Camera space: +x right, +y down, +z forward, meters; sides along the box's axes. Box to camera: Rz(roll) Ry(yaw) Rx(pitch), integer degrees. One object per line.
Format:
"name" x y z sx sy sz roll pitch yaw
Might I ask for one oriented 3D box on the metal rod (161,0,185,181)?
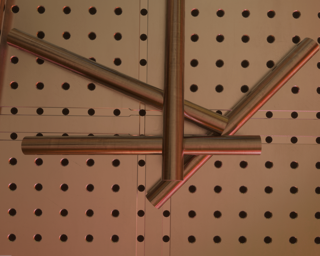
"metal rod" 0.018 -0.087 0.382 0.025 0.025 0.299 2 77 -1

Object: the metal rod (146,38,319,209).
"metal rod" 0.097 -0.007 0.414 0.300 0.025 0.025 -45 91 -1

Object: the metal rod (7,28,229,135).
"metal rod" -0.057 -0.061 0.401 0.301 0.025 0.025 23 90 4

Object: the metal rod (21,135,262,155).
"metal rod" -0.027 0.022 0.397 0.302 0.025 0.025 0 90 6

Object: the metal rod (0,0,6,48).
"metal rod" -0.233 -0.061 0.410 0.025 0.025 0.298 8 90 -1
